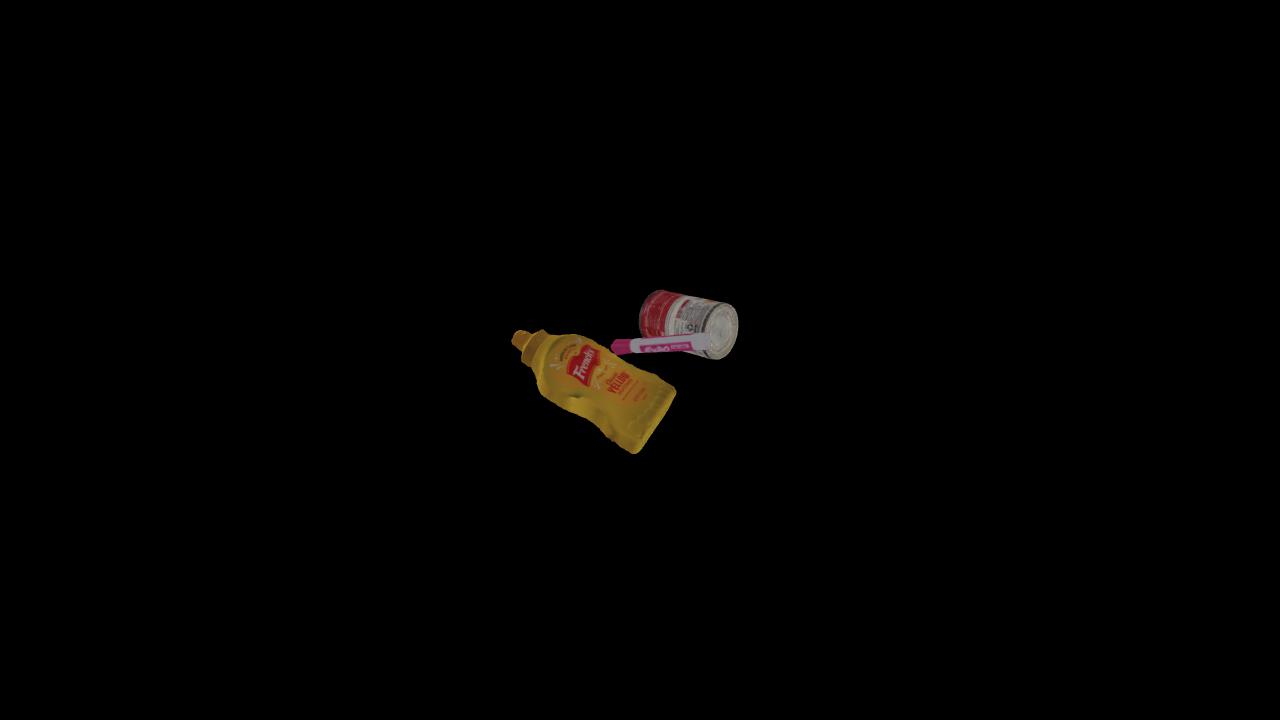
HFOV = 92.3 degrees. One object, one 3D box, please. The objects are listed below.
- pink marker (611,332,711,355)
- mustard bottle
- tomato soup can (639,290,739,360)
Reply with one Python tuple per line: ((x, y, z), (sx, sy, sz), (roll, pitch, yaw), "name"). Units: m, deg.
((0.020, -0.017, 0.679), (0.121, 0.020, 0.020), (-3, -1, 32), "pink marker")
((-0.059, 0.020, 0.658), (0.184, 0.092, 0.054), (31, -36, 9), "mustard bottle")
((0.057, -0.043, 0.721), (0.101, 0.068, 0.068), (17, 11, 43), "tomato soup can")
